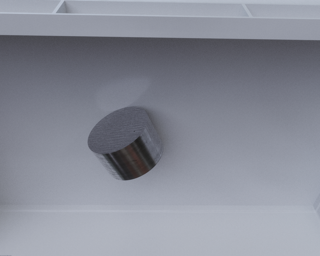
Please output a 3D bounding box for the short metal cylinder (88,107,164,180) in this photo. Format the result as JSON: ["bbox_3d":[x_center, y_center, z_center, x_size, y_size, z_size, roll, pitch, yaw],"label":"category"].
[{"bbox_3d":[-0.042,0.018,0.388,0.080,0.080,0.050,-17,128,14],"label":"short metal cylinder"}]
